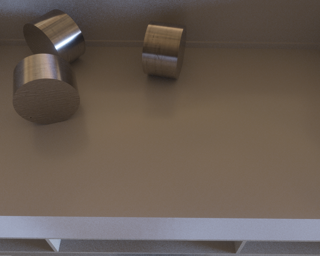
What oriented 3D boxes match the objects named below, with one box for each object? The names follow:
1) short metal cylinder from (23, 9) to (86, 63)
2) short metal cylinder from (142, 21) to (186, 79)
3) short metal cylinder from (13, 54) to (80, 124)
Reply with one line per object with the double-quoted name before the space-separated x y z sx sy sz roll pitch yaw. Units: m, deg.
"short metal cylinder" -0.163 -0.135 0.481 0.080 0.080 0.050 30 56 22
"short metal cylinder" 0.008 -0.117 0.468 0.050 0.080 0.080 10 51 8
"short metal cylinder" -0.150 -0.050 0.410 0.081 0.080 0.050 -13 51 -11
